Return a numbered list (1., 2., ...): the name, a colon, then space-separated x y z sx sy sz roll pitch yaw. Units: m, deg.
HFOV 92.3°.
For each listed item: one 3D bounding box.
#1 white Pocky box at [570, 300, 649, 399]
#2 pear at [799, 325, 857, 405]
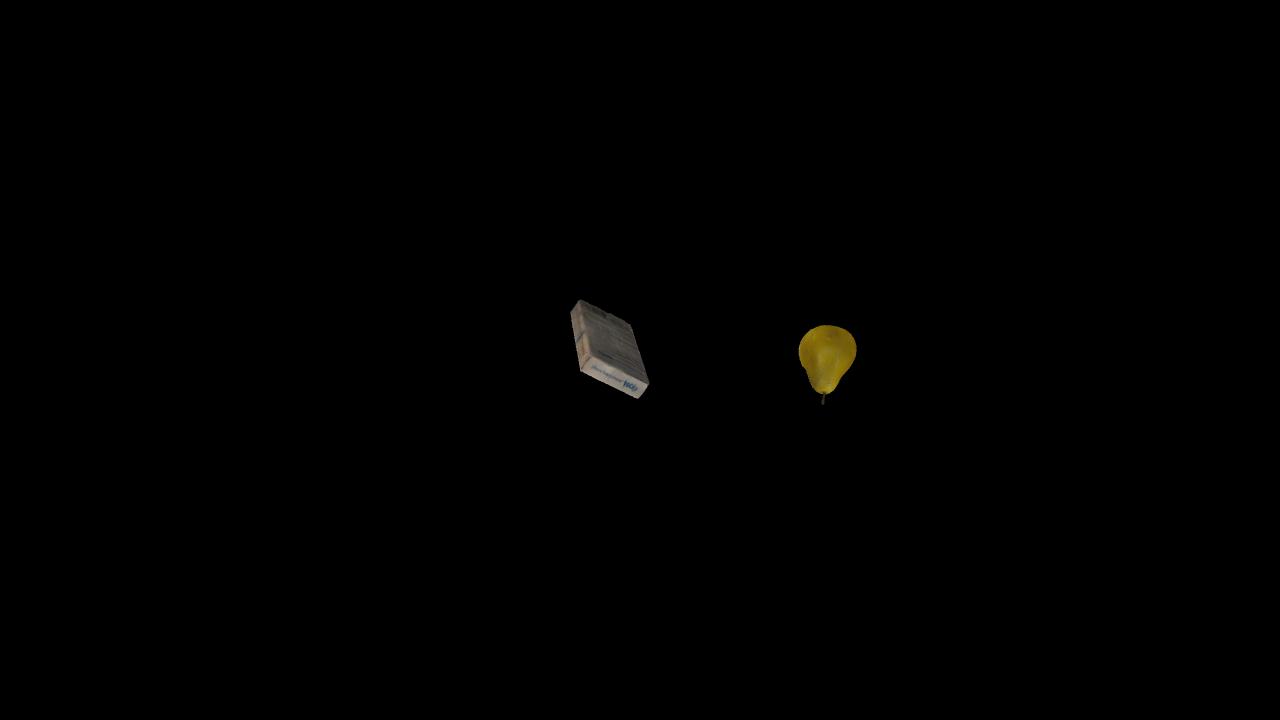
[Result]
1. white Pocky box: -0.040 -0.018 0.764 0.084 0.028 0.154 27 22 -24
2. pear: 0.256 0.010 0.847 0.080 0.111 0.080 11 -11 2
